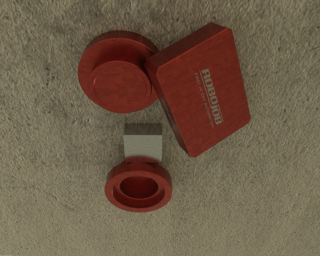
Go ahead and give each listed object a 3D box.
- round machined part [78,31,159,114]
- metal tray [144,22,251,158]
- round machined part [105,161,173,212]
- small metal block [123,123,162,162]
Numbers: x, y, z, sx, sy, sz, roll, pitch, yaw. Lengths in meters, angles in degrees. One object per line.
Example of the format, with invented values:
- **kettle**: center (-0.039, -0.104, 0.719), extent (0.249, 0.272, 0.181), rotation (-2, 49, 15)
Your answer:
- **round machined part**: center (-0.043, -0.055, 0.349), extent (0.099, 0.042, 0.097), rotation (-1, 130, 0)
- **metal tray**: center (0.048, -0.038, 0.348), extent (0.090, 0.030, 0.130), rotation (-32, 128, -9)
- **round machined part**: center (-0.031, 0.081, 0.465), extent (0.099, 0.042, 0.097), rotation (-1, 131, 0)
- **small metal block**: center (-0.022, 0.021, 0.424), extent (0.050, 0.025, 0.050), rotation (0, 129, -1)
